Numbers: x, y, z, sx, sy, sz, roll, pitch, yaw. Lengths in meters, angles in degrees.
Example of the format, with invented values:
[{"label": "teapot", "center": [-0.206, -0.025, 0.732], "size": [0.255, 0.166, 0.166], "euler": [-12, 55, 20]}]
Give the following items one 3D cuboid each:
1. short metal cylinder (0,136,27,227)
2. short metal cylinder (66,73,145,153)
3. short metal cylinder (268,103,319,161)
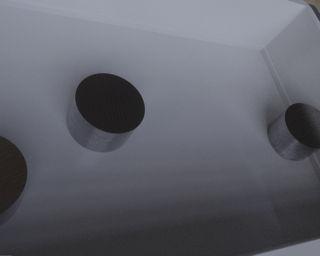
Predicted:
[{"label": "short metal cylinder", "center": [-0.163, 0.049, 0.272], "size": [0.081, 0.050, 0.080], "euler": [14, 56, -21]}, {"label": "short metal cylinder", "center": [-0.065, -0.017, 0.367], "size": [0.081, 0.050, 0.080], "euler": [14, 56, -21]}, {"label": "short metal cylinder", "center": [0.224, 0.007, 0.499], "size": [0.081, 0.050, 0.080], "euler": [7, 61, -11]}]
